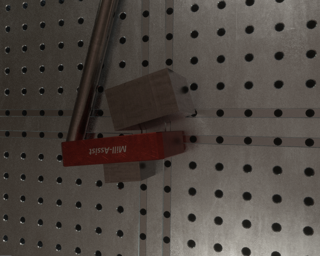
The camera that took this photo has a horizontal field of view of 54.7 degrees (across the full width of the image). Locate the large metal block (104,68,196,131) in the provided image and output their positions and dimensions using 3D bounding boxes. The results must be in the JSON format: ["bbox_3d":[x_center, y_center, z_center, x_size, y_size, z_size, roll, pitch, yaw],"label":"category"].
[{"bbox_3d":[-0.009,-0.031,0.386,0.080,0.080,0.050,-17,85,19],"label":"large metal block"}]

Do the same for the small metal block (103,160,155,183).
[{"bbox_3d":[-0.040,0.055,0.412,0.050,0.050,0.025,-7,88,19],"label":"small metal block"}]

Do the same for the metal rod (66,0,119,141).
[{"bbox_3d":[-0.087,-0.121,0.441,0.025,0.025,0.298,17,95,19],"label":"metal rod"}]

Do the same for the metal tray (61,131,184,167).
[{"bbox_3d":[-0.044,0.025,0.392,0.130,0.090,0.030,-6,88,19],"label":"metal tray"}]
